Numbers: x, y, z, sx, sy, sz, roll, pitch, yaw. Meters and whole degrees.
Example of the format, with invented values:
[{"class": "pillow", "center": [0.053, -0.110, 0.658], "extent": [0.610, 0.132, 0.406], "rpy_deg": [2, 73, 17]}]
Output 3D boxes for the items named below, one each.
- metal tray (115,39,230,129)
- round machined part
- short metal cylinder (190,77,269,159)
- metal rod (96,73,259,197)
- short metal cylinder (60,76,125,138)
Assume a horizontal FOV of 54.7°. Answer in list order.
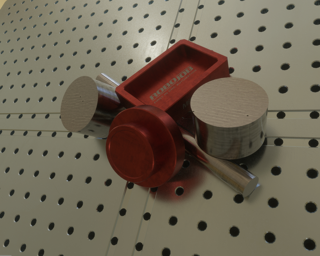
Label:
[{"class": "metal tray", "center": [0.017, -0.061, 0.415], "extent": [0.131, 0.030, 0.090], "rpy_deg": [-40, 50, -17]}, {"class": "round machined part", "center": [-0.024, 0.025, 0.360], "extent": [0.098, 0.042, 0.097], "rpy_deg": [11, 110, 31]}, {"class": "short metal cylinder", "center": [0.077, -0.012, 0.344], "extent": [0.080, 0.050, 0.080], "rpy_deg": [-7, 45, 7]}, {"class": "metal rod", "center": [0.000, -0.009, 0.414], "extent": [0.025, 0.025, 0.300], "rpy_deg": [-49, 51, -6]}, {"class": "short metal cylinder", "center": [-0.097, -0.029, 0.446], "extent": [0.080, 0.050, 0.080], "rpy_deg": [-11, 72, 36]}]
